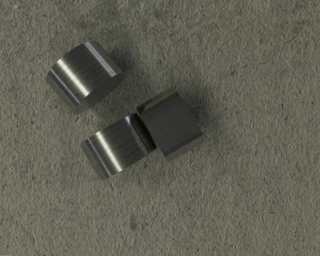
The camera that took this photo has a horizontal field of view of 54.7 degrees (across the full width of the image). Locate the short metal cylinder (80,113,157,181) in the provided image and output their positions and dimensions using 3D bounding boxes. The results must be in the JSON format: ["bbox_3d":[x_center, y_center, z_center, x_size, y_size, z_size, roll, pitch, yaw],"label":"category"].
[{"bbox_3d":[-0.050,0.023,0.382,0.080,0.080,0.050,-30,90,0],"label":"short metal cylinder"}]

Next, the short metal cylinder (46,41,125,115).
[{"bbox_3d":[-0.090,-0.061,0.382,0.080,0.080,0.050,-40,90,0],"label":"short metal cylinder"}]

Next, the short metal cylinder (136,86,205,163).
[{"bbox_3d":[0.013,-0.004,0.382,0.050,0.080,0.080,-31,90,0],"label":"short metal cylinder"}]
